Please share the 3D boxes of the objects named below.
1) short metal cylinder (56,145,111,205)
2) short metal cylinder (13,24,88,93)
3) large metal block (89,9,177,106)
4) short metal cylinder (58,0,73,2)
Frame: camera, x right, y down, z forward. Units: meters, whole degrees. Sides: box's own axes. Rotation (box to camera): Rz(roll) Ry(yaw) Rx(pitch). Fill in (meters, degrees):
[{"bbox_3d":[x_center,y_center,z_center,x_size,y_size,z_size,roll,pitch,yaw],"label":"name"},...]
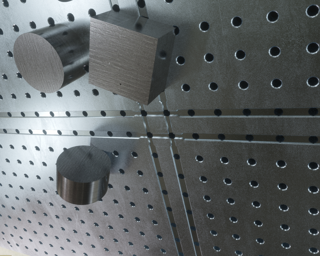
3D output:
[{"bbox_3d":[-0.119,0.072,0.483,0.080,0.080,0.050,24,127,13],"label":"short metal cylinder"},{"bbox_3d":[-0.145,-0.093,0.414,0.080,0.050,0.079,13,124,21],"label":"short metal cylinder"},{"bbox_3d":[-0.034,-0.084,0.361,0.080,0.050,0.079,22,127,15],"label":"large metal block"},{"bbox_3d":[-0.100,-0.179,0.317,0.050,0.080,0.080,41,129,0],"label":"short metal cylinder"}]
